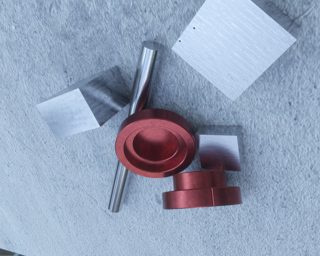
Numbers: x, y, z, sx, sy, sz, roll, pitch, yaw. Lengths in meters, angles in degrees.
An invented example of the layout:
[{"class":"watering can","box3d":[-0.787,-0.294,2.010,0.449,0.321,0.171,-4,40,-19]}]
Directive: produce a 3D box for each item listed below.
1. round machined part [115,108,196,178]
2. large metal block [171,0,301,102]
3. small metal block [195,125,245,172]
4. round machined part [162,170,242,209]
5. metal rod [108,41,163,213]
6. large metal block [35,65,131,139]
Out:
[{"class":"round machined part","box3d":[-0.005,0.015,0.393,0.099,0.042,0.097,1,128,1]},{"class":"large metal block","box3d":[0.072,-0.087,0.299,0.080,0.050,0.080,41,129,0]},{"class":"small metal block","box3d":[0.075,0.024,0.382,0.050,0.025,0.050,1,119,27]},{"class":"round machined part","box3d":[0.052,0.078,0.394,0.098,0.099,0.042,-14,73,34]},{"class":"metal rod","box3d":[-0.043,0.020,0.441,0.025,0.025,0.298,26,128,12]},{"class":"large metal block","box3d":[-0.095,-0.034,0.400,0.080,0.080,0.050,-14,111,34]}]
